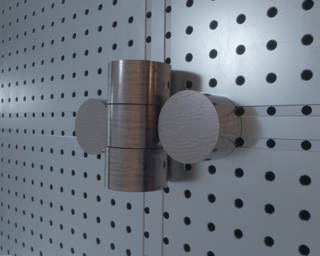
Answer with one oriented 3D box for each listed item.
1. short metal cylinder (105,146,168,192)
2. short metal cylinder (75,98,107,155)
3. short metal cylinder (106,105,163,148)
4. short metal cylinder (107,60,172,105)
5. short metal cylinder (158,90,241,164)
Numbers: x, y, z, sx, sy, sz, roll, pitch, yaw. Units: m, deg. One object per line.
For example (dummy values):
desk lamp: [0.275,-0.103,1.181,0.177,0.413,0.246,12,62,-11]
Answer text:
short metal cylinder: [-0.030,0.048,0.395,0.080,0.081,0.050,2,91,39]
short metal cylinder: [-0.080,-0.002,0.456,0.080,0.050,0.079,0,90,39]
short metal cylinder: [-0.027,-0.003,0.393,0.080,0.081,0.050,3,92,39]
short metal cylinder: [-0.026,-0.054,0.392,0.080,0.081,0.050,4,92,39]
short metal cylinder: [0.044,-0.001,0.354,0.080,0.050,0.079,0,90,39]
